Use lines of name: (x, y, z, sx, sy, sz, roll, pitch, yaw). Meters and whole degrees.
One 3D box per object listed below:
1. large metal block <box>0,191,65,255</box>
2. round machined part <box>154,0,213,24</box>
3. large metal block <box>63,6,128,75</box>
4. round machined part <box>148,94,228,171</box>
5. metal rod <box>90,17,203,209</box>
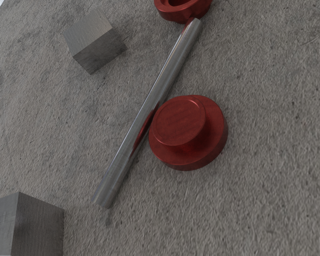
large metal block: (-0.163, 0.133, 0.373, 0.050, 0.080, 0.080, -21, 54, 16)
round machined part: (0.043, -0.207, 0.497, 0.098, 0.042, 0.098, -13, 56, 21)
large metal block: (-0.114, -0.153, 0.542, 0.080, 0.050, 0.080, -34, 51, 5)
round machined part: (0.029, -0.001, 0.378, 0.098, 0.042, 0.098, -13, 56, 21)
metal rod: (-0.011, -0.032, 0.429, 0.025, 0.025, 0.300, 15, 69, 34)
